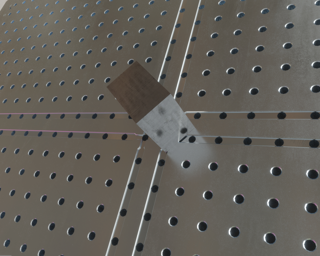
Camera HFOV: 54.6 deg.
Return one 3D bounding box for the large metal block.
[{"bbox_3d":[-0.011,-0.026,0.395,0.050,0.080,0.080,-42,51,0],"label":"large metal block"}]
